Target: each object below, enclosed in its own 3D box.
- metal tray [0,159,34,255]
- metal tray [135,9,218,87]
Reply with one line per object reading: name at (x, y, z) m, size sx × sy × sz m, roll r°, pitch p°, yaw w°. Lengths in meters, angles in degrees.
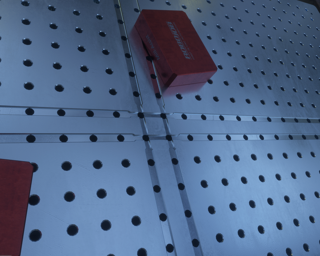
metal tray at (-0.184, 0.068, 0.264) m, size 0.131 × 0.030 × 0.090 m, roll 10°, pitch 57°, yaw -23°
metal tray at (0.026, -0.132, 0.501) m, size 0.091 × 0.030 × 0.130 m, roll -13°, pitch 68°, yaw -34°
